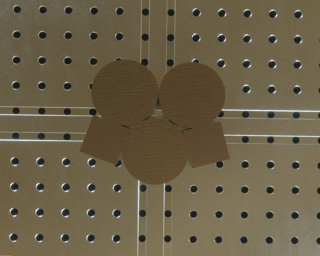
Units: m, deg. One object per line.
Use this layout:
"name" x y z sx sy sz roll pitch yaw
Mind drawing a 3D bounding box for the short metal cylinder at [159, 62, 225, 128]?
"short metal cylinder" 0.039 -0.040 0.398 0.081 0.050 0.079 0 90 0

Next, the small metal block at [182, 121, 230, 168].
"small metal block" 0.060 0.022 0.411 0.050 0.025 0.050 -14 90 0

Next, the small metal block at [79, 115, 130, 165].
"small metal block" -0.071 0.016 0.409 0.050 0.025 0.050 21 90 0

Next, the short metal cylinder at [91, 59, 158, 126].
"short metal cylinder" -0.042 -0.043 0.397 0.081 0.050 0.079 0 90 0

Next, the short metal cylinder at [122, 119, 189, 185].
"short metal cylinder" -0.006 0.028 0.397 0.081 0.050 0.079 0 90 0
